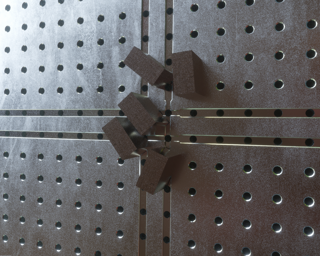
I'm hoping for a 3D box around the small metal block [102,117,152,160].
[{"bbox_3d":[-0.043,0.013,0.414,0.025,0.050,0.050,-38,78,16],"label":"small metal block"}]

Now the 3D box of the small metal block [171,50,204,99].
[{"bbox_3d":[0.036,-0.065,0.386,0.025,0.050,0.050,-6,88,20],"label":"small metal block"}]

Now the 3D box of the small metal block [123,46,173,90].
[{"bbox_3d":[-0.012,-0.076,0.403,0.050,0.050,0.025,40,103,15],"label":"small metal block"}]

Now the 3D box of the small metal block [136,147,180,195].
[{"bbox_3d":[-0.002,0.053,0.399,0.025,0.050,0.050,24,98,18],"label":"small metal block"}]

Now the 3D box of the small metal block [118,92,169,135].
[{"bbox_3d":[-0.021,-0.018,0.406,0.025,0.050,0.050,-42,77,15],"label":"small metal block"}]
